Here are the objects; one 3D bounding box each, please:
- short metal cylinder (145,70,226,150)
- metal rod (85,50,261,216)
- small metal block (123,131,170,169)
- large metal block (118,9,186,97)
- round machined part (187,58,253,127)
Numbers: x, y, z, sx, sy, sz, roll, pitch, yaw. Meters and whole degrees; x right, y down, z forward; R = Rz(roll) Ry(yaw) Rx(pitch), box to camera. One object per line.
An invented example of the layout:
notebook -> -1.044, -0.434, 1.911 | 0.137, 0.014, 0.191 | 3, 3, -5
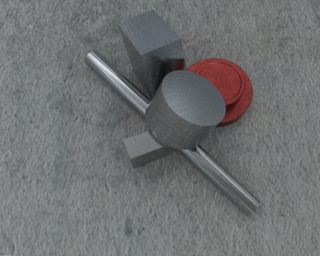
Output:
short metal cylinder -> 0.029, -0.021, 0.365 | 0.081, 0.050, 0.080 | 14, 51, -18
metal rod -> 0.008, -0.002, 0.411 | 0.300, 0.025, 0.025 | 43, 75, 14
small metal block -> -0.016, 0.025, 0.387 | 0.050, 0.050, 0.025 | -20, 71, -8
large metal block -> -0.007, -0.093, 0.403 | 0.050, 0.080, 0.080 | -26, 50, -8
round machined part -> 0.077, -0.054, 0.420 | 0.099, 0.042, 0.098 | 0, 70, -1
